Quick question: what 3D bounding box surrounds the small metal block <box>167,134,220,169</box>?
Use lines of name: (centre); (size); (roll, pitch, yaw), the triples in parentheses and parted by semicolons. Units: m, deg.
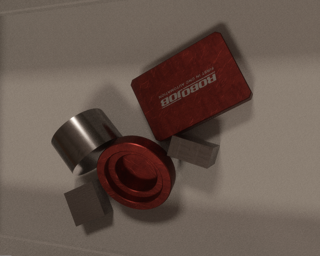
small metal block: (0.043, 0.027, 0.382); (0.050, 0.050, 0.025); (17, 96, 19)

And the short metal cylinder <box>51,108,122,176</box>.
short metal cylinder: (-0.095, 0.019, 0.413); (0.080, 0.080, 0.050); (-43, 76, 15)

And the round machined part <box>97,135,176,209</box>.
round machined part: (-0.027, 0.053, 0.398); (0.098, 0.042, 0.097); (7, 117, 15)

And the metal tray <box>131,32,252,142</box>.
metal tray: (0.038, -0.049, 0.394); (0.130, 0.030, 0.090); (-27, 81, 17)

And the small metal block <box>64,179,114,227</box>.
small metal block: (-0.103, 0.107, 0.445); (0.050, 0.025, 0.050); (-26, 82, 18)
